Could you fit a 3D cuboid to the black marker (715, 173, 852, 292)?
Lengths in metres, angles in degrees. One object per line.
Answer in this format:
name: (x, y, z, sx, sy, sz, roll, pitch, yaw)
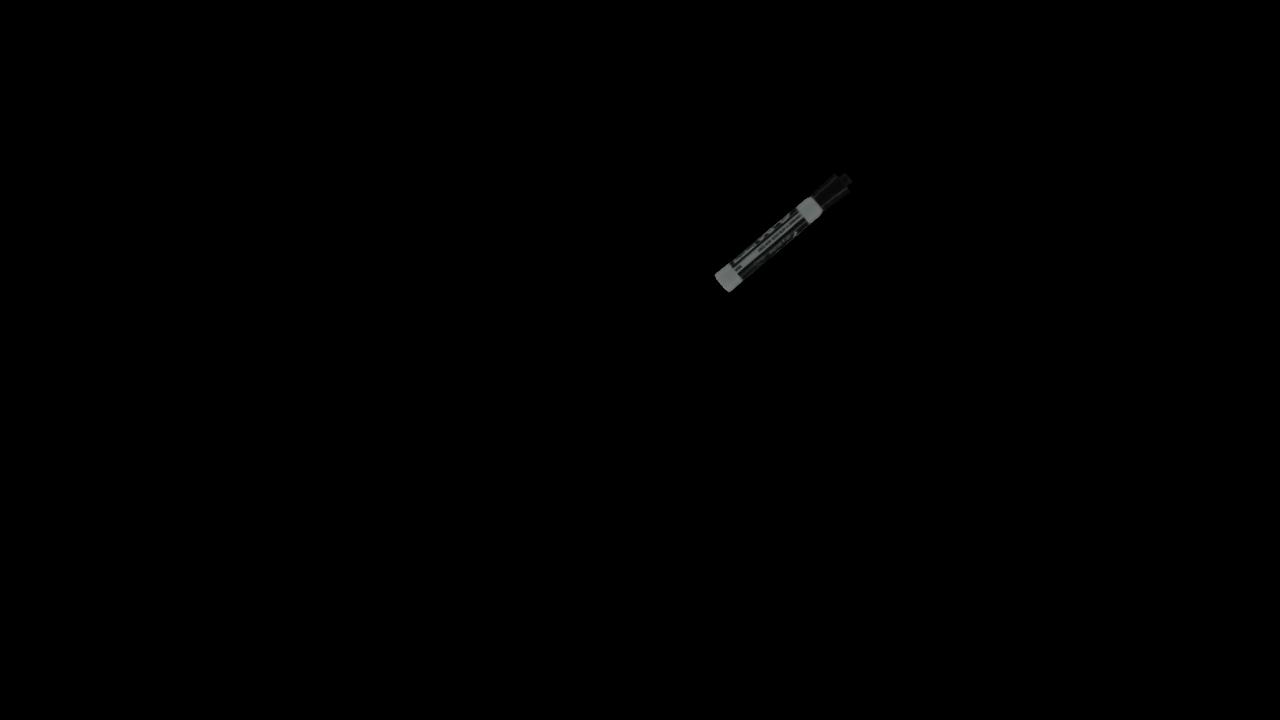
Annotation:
black marker: (0.109, -0.097, 0.470, 0.121, 0.020, 0.020, -40, -14, 17)
